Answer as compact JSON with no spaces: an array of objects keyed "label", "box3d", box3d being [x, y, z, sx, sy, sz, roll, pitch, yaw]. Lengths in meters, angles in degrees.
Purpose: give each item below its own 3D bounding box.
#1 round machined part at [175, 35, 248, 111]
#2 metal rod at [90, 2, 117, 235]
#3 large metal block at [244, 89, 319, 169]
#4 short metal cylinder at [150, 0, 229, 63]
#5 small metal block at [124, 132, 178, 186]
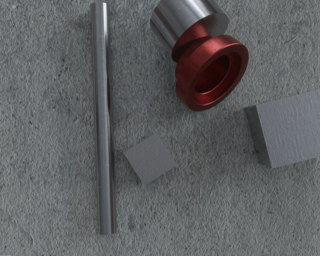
[{"label":"round machined part","box3d":[0.058,-0.071,0.382,0.098,0.098,0.042,-42,60,0]},{"label":"metal rod","box3d":[-0.074,-0.012,0.408,0.025,0.025,0.298,-2,90,-1]},{"label":"large metal block","box3d":[0.165,0.001,0.400,0.080,0.050,0.080,-14,90,-1]},{"label":"short metal cylinder","box3d":[0.035,-0.125,0.377,0.080,0.080,0.050,-32,72,0]},{"label":"small metal block","box3d":[-0.012,0.040,0.410,0.050,0.025,0.050,-32,90,-1]}]
